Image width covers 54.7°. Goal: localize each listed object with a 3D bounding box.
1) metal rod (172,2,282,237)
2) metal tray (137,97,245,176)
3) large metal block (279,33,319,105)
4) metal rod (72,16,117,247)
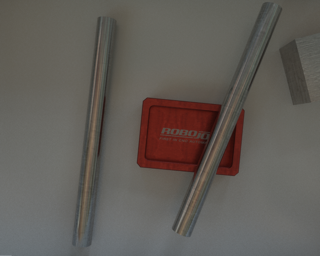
[{"bbox_3d":[0.082,-0.010,0.382,0.025,0.025,0.299,22,90,-1],"label":"metal rod"},{"bbox_3d":[0.039,0.011,0.409,0.131,0.030,0.089,6,90,-1],"label":"metal tray"},{"bbox_3d":[0.213,-0.080,0.402,0.080,0.050,0.080,-14,90,-1],"label":"large metal block"},{"bbox_3d":[-0.087,0.005,0.410,0.025,0.025,0.298,6,90,-1],"label":"metal rod"}]
